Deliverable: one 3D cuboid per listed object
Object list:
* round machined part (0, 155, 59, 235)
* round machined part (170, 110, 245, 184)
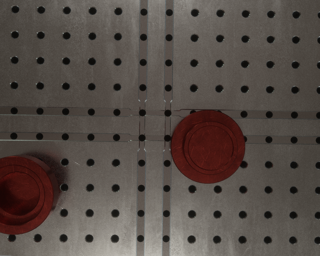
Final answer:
[{"bbox_3d":[-0.181,0.083,0.403,0.099,0.042,0.097,0,90,-1],"label":"round machined part"},{"bbox_3d":[0.063,0.025,0.406,0.099,0.042,0.097,0,90,-1],"label":"round machined part"}]
